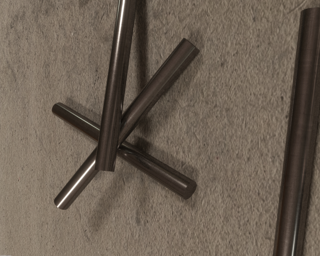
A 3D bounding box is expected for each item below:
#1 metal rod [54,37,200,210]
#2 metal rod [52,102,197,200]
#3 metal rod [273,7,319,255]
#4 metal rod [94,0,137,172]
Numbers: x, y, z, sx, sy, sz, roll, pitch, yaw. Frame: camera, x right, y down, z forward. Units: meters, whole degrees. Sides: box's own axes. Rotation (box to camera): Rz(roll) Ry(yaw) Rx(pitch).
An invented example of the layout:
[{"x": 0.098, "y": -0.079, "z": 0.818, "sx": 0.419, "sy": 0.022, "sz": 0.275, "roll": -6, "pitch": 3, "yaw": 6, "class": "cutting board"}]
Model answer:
[{"x": -0.055, "y": 0.006, "z": 0.419, "sx": 0.299, "sy": 0.025, "sz": 0.025, "roll": -49, "pitch": 61, "yaw": 18, "class": "metal rod"}, {"x": -0.072, "y": 0.021, "z": 0.461, "sx": 0.300, "sy": 0.025, "sz": 0.025, "roll": 27, "pitch": 107, "yaw": 36, "class": "metal rod"}, {"x": 0.131, "y": 0.041, "z": 0.296, "sx": 0.025, "sy": 0.025, "sz": 0.298, "roll": 8, "pitch": 95, "yaw": 39, "class": "metal rod"}, {"x": -0.053, "y": -0.093, "z": 0.409, "sx": 0.025, "sy": 0.025, "sz": 0.299, "roll": -2, "pitch": 78, "yaw": 39, "class": "metal rod"}]
